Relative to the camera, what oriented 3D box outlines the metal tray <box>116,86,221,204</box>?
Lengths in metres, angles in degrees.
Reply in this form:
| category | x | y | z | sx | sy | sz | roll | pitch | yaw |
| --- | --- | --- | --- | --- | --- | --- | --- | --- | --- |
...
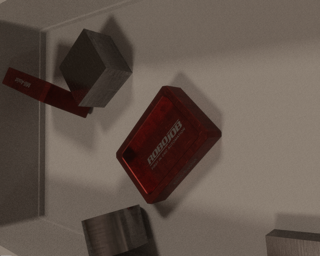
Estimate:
| category | x | y | z | sx | sy | sz | roll | pitch | yaw |
| --- | --- | --- | --- | --- | --- | --- | --- | --- | --- |
| metal tray | 0.005 | 0.022 | 0.397 | 0.090 | 0.030 | 0.129 | 51 | 120 | 27 |

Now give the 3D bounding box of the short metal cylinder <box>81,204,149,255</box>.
| category | x | y | z | sx | sy | sz | roll | pitch | yaw |
| --- | --- | --- | --- | --- | --- | --- | --- | --- | --- |
| short metal cylinder | -0.060 | 0.139 | 0.419 | 0.080 | 0.081 | 0.050 | -26 | 74 | 37 |

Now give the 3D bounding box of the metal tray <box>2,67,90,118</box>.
| category | x | y | z | sx | sy | sz | roll | pitch | yaw |
| --- | --- | --- | --- | --- | --- | --- | --- | --- | --- |
| metal tray | -0.186 | -0.059 | 0.511 | 0.130 | 0.090 | 0.030 | 22 | 88 | 37 |

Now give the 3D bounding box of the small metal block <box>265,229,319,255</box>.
| category | x | y | z | sx | sy | sz | roll | pitch | yaw |
| --- | --- | --- | --- | --- | --- | --- | --- | --- | --- |
| small metal block | 0.133 | 0.128 | 0.296 | 0.050 | 0.025 | 0.050 | -8 | 85 | 39 |

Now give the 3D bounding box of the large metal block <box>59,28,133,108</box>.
| category | x | y | z | sx | sy | sz | roll | pitch | yaw |
| --- | --- | --- | --- | --- | --- | --- | --- | --- | --- |
| large metal block | -0.099 | -0.088 | 0.470 | 0.080 | 0.050 | 0.080 | -45 | 63 | 30 |
